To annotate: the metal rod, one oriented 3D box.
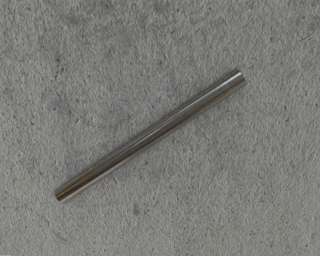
[{"bbox_3d":[-0.020,0.016,0.417,0.300,0.025,0.025,-34,107,11],"label":"metal rod"}]
